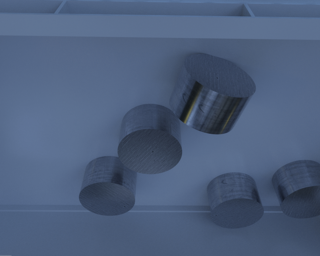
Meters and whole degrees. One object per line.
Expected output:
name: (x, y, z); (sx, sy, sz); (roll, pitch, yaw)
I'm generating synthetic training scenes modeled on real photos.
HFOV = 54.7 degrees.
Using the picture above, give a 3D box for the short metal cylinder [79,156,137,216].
short metal cylinder: (-0.076, 0.088, 0.467); (0.081, 0.050, 0.079); (0, 130, 0)

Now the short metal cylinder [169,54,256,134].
short metal cylinder: (0.056, -0.039, 0.340); (0.081, 0.080, 0.050); (13, 129, -11)

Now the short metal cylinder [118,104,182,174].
short metal cylinder: (-0.013, 0.015, 0.405); (0.081, 0.050, 0.079); (0, 130, 0)

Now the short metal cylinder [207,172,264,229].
short metal cylinder: (0.118, 0.116, 0.492); (0.081, 0.050, 0.079); (0, 130, 0)

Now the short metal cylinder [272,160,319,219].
short metal cylinder: (0.220, 0.095, 0.475); (0.081, 0.050, 0.079); (0, 130, 0)
